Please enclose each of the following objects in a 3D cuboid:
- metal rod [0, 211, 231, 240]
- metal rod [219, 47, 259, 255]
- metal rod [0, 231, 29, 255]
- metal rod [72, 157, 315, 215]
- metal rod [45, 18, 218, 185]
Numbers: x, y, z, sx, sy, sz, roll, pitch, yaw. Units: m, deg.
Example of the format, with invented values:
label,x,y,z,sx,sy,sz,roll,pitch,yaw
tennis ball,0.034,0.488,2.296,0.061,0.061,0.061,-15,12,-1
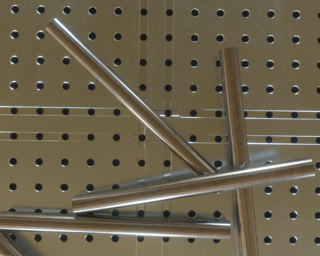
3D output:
label,x,y,z,sx,sy,sz,roll,pitch,yaw
metal rod,-0.059,0.130,0.412,0.302,0.025,0.025,3,90,-1
metal rod,0.107,0.043,0.414,0.025,0.025,0.298,-6,90,-1
metal rod,-0.157,0.206,0.411,0.300,0.025,0.025,45,90,-1
metal rod,0.035,0.075,0.392,0.301,0.025,0.025,-11,90,8
metal rod,-0.034,-0.032,0.412,0.300,0.025,0.025,44,90,-1
